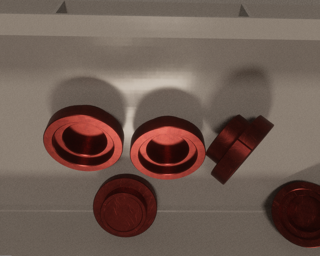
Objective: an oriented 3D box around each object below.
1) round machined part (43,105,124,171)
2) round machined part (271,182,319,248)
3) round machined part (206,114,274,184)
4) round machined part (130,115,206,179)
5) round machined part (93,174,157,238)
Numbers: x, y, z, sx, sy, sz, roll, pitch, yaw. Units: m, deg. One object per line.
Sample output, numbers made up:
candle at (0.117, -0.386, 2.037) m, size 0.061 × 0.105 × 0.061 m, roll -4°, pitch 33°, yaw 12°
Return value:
round machined part at (-0.096, 0.009, 0.404) m, size 0.099 × 0.042 × 0.097 m, roll -1°, pitch 130°, yaw 0°
round machined part at (0.232, 0.135, 0.490) m, size 0.098 × 0.098 × 0.042 m, roll -34°, pitch 154°, yaw 25°
round machined part at (0.096, 0.021, 0.394) m, size 0.042 × 0.099 × 0.097 m, roll 40°, pitch 128°, yaw 16°
round machined part at (0.010, 0.022, 0.417) m, size 0.099 × 0.042 × 0.097 m, roll 0°, pitch 130°, yaw 0°
round machined part at (-0.054, 0.123, 0.474) m, size 0.099 × 0.042 × 0.097 m, roll 0°, pitch 99°, yaw 0°
